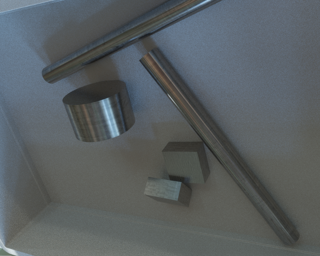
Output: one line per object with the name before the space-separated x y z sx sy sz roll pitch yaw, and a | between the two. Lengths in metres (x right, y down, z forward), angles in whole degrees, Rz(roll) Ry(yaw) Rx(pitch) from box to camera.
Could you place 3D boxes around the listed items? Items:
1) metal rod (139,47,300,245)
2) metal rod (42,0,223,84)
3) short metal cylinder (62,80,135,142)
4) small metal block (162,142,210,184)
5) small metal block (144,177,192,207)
metal rod | 0.079 0.029 0.384 0.025 0.025 0.300 -32 101 38
metal rod | -0.037 -0.109 0.359 0.300 0.025 0.025 -15 111 34
short metal cylinder | -0.077 -0.024 0.397 0.080 0.080 0.050 2 119 27
small metal block | 0.036 0.046 0.417 0.050 0.025 0.050 -2 118 28
small metal block | 0.013 0.092 0.441 0.050 0.025 0.050 5 159 25
